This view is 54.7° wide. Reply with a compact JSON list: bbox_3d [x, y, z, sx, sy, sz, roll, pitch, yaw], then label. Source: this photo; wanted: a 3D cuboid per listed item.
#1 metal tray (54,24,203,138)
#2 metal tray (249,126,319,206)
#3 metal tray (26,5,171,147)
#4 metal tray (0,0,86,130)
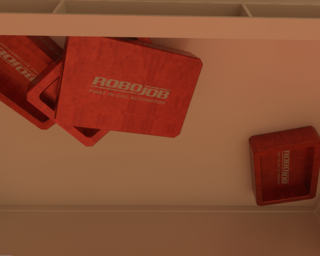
[{"bbox_3d":[-0.032,-0.042,0.311,0.131,0.030,0.089,7,114,-22],"label":"metal tray"},{"bbox_3d":[0.184,0.061,0.460,0.090,0.030,0.129,-11,130,8],"label":"metal tray"},{"bbox_3d":[-0.062,-0.052,0.331,0.130,0.030,0.090,-41,122,5],"label":"metal tray"},{"bbox_3d":[-0.151,-0.064,0.348,0.090,0.030,0.130,-32,124,24],"label":"metal tray"}]
